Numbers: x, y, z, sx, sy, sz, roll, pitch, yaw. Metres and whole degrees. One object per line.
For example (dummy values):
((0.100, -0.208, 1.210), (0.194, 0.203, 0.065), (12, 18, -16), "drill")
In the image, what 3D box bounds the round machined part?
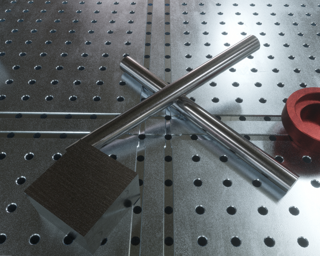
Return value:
((0.209, -0.005, 0.404), (0.099, 0.042, 0.098), (0, 50, 0), "round machined part")

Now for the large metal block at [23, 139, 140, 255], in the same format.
((-0.079, 0.071, 0.331), (0.080, 0.050, 0.080), (28, 55, 21), "large metal block")

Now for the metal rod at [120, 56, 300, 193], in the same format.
((0.049, -0.019, 0.423), (0.025, 0.025, 0.300), (-36, 59, -26), "metal rod")

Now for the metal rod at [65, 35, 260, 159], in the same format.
((0.014, -0.045, 0.414), (0.301, 0.025, 0.025), (-33, 57, -14), "metal rod")
